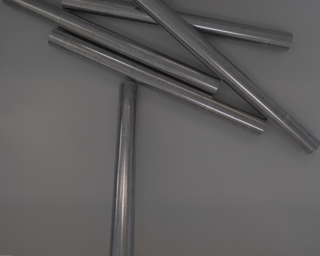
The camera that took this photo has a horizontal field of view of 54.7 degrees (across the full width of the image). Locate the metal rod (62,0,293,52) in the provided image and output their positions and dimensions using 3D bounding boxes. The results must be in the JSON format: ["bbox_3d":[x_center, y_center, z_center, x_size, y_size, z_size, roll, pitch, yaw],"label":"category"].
[{"bbox_3d":[0.023,-0.142,0.411,0.302,0.025,0.025,11,90,0],"label":"metal rod"}]

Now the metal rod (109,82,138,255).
[{"bbox_3d":[-0.040,0.078,0.344,0.025,0.025,0.299,-1,62,0],"label":"metal rod"}]

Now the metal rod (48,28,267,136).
[{"bbox_3d":[-0.003,-0.060,0.411,0.301,0.025,0.025,23,90,0],"label":"metal rod"}]

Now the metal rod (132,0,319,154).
[{"bbox_3d":[0.088,-0.070,0.397,0.300,0.025,0.025,40,90,-6],"label":"metal rod"}]

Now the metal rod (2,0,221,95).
[{"bbox_3d":[-0.062,-0.115,0.410,0.301,0.025,0.025,23,90,0],"label":"metal rod"}]
